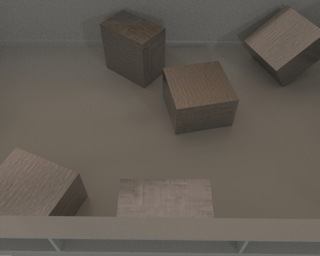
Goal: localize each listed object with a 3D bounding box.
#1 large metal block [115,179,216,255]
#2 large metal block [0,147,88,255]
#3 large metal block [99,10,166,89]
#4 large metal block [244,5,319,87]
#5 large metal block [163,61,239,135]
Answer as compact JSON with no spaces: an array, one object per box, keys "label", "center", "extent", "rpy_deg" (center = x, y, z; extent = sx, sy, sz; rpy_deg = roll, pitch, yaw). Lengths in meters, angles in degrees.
[{"label":"large metal block","center":[0.005,0.091,0.293],"extent":[0.081,0.080,0.050],"rpy_deg":[0,50,0]},{"label":"large metal block","center":[-0.136,0.077,0.323],"extent":[0.080,0.050,0.080],"rpy_deg":[19,53,15]},{"label":"large metal block","center":[-0.039,-0.119,0.469],"extent":[0.080,0.080,0.050],"rpy_deg":[31,57,23]},{"label":"large metal block","center":[0.190,-0.124,0.471],"extent":[0.080,0.050,0.080],"rpy_deg":[-39,54,12]},{"label":"large metal block","center":[0.051,-0.043,0.425],"extent":[0.081,0.050,0.080],"rpy_deg":[-9,51,-8]}]
